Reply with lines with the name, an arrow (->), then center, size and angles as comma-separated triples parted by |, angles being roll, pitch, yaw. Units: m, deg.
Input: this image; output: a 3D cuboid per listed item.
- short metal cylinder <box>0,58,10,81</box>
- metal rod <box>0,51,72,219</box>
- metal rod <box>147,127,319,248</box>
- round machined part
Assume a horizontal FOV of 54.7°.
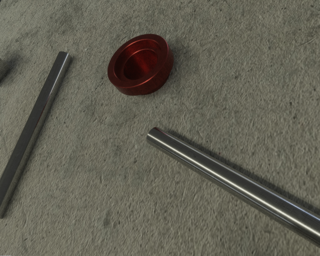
short metal cylinder -> -0.358, -0.129, 0.631 | 0.080, 0.080, 0.050 | 23, 74, 36
metal rod -> -0.210, -0.003, 0.512 | 0.025, 0.025, 0.300 | 0, 61, 28
metal rod -> 0.097, 0.068, 0.310 | 0.300, 0.025, 0.025 | 29, 77, 37
round machined part -> -0.024, -0.088, 0.458 | 0.098, 0.042, 0.098 | -13, 56, 20
